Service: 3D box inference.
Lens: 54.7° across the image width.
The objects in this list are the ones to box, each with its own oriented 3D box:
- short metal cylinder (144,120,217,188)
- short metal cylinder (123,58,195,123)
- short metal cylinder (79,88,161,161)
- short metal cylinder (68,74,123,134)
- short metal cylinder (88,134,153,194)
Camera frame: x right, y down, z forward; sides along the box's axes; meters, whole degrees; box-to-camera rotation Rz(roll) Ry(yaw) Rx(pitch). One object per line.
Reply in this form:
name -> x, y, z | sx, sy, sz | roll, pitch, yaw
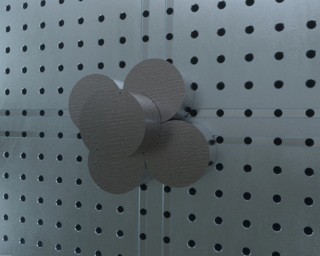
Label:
short metal cylinder -> 0.027, 0.030, 0.388 | 0.080, 0.050, 0.079 | 0, 90, 19
short metal cylinder -> 0.000, -0.044, 0.398 | 0.080, 0.050, 0.079 | 0, 90, 19
short metal cylinder -> -0.045, -0.005, 0.359 | 0.080, 0.050, 0.079 | 1, 92, 19
short metal cylinder -> -0.076, -0.031, 0.424 | 0.080, 0.050, 0.079 | 0, 90, 19
short metal cylinder -> -0.048, 0.044, 0.414 | 0.080, 0.050, 0.079 | 0, 90, 19
